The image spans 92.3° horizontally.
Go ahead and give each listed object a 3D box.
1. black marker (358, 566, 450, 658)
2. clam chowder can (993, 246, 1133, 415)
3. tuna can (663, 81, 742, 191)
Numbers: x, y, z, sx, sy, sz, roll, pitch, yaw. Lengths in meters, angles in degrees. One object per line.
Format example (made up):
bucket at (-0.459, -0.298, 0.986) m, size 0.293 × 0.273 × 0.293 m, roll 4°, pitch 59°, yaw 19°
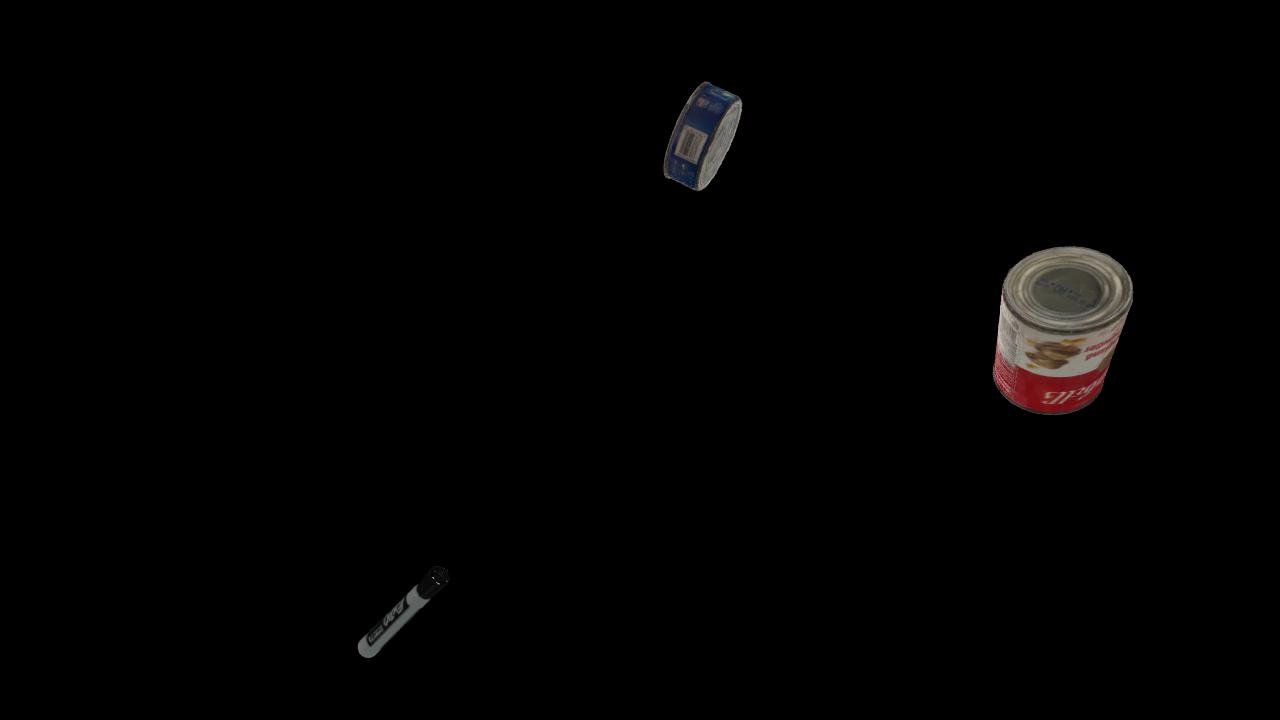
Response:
black marker at (-0.199, 0.213, 0.520) m, size 0.121 × 0.020 × 0.020 m, roll -45°, pitch -19°, yaw 20°
clam chowder can at (0.274, -0.017, 0.406) m, size 0.068 × 0.068 × 0.102 m, roll 0°, pitch -33°, yaw 27°
tuna can at (0.054, -0.188, 0.523) m, size 0.034 × 0.084 × 0.084 m, roll 28°, pitch 5°, yaw 9°
